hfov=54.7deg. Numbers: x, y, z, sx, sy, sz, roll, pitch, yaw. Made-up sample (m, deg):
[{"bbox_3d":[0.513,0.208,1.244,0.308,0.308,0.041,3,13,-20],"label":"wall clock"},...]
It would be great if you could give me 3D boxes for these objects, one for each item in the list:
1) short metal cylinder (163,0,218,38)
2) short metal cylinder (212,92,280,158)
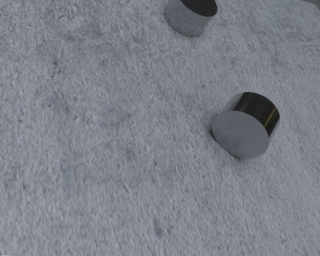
[{"bbox_3d":[0.053,-0.207,0.545,0.081,0.050,0.080,14,56,-21],"label":"short metal cylinder"},{"bbox_3d":[0.122,-0.004,0.439,0.080,0.080,0.050,43,51,0],"label":"short metal cylinder"}]
